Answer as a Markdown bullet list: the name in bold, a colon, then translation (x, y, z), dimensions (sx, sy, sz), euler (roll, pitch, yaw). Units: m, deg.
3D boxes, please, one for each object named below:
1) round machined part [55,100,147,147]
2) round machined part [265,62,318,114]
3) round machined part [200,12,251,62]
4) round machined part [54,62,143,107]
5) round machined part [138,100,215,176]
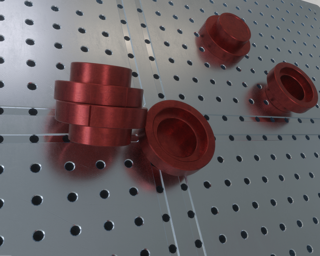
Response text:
- **round machined part**: translation (-0.065, -0.006, 0.342), dimensions (0.099, 0.098, 0.042), euler (3, 97, -27)
- **round machined part**: translation (0.233, -0.068, 0.563), dimensions (0.099, 0.042, 0.098), euler (13, 56, -21)
- **round machined part**: translation (0.127, -0.172, 0.569), dimensions (0.099, 0.042, 0.098), euler (13, 56, -21)
- **round machined part**: translation (-0.067, -0.050, 0.352), dimensions (0.099, 0.098, 0.042), euler (3, 97, -27)
- **round machined part**: translation (0.018, 0.016, 0.397), dimensions (0.099, 0.042, 0.098), euler (13, 56, -21)
